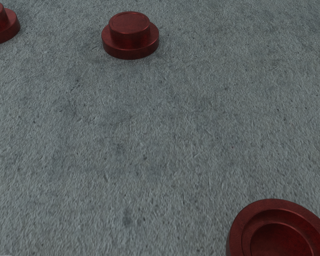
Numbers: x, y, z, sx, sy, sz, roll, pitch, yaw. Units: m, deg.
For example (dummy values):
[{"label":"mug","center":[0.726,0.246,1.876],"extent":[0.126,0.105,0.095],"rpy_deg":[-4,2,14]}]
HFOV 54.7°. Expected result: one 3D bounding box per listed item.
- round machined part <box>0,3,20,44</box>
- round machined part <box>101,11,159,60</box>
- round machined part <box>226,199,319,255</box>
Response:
[{"label":"round machined part","center":[-0.307,-0.191,0.550],"extent":[0.099,0.042,0.098],"rpy_deg":[0,50,0]},{"label":"round machined part","center":[-0.051,-0.163,0.529],"extent":[0.099,0.042,0.098],"rpy_deg":[0,50,0]},{"label":"round machined part","center":[0.111,0.120,0.292],"extent":[0.099,0.042,0.098],"rpy_deg":[0,50,0]}]
